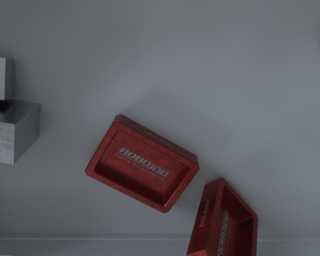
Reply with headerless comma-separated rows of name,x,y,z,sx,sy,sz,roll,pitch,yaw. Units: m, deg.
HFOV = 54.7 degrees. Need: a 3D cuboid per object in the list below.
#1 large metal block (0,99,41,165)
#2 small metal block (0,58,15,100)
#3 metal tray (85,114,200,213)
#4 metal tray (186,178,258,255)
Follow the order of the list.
large metal block,-0.202,-0.002,0.378,0.081,0.080,0.050,10,110,-4
small metal block,-0.210,-0.062,0.380,0.050,0.025,0.050,5,98,-3
metal tray,-0.024,0.051,0.427,0.131,0.030,0.090,29,107,-11
metal tray,0.087,0.140,0.405,0.030,0.130,0.090,-34,106,34
